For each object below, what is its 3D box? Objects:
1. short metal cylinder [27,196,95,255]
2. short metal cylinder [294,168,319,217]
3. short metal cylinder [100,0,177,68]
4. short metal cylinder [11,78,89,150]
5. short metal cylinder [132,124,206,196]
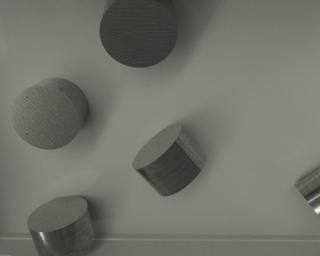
[{"bbox_3d":[-0.136,0.138,0.432,0.080,0.080,0.050,-8,110,3],"label":"short metal cylinder"},{"bbox_3d":[0.231,0.096,0.419,0.050,0.080,0.080,-39,106,13],"label":"short metal cylinder"},{"bbox_3d":[-0.023,-0.114,0.341,0.081,0.050,0.080,-1,134,-1],"label":"short metal cylinder"},{"bbox_3d":[-0.136,-0.019,0.390,0.081,0.050,0.079,0,110,0],"label":"short metal cylinder"},{"bbox_3d":[0.011,0.040,0.397,0.080,0.080,0.050,-38,106,13],"label":"short metal cylinder"}]
